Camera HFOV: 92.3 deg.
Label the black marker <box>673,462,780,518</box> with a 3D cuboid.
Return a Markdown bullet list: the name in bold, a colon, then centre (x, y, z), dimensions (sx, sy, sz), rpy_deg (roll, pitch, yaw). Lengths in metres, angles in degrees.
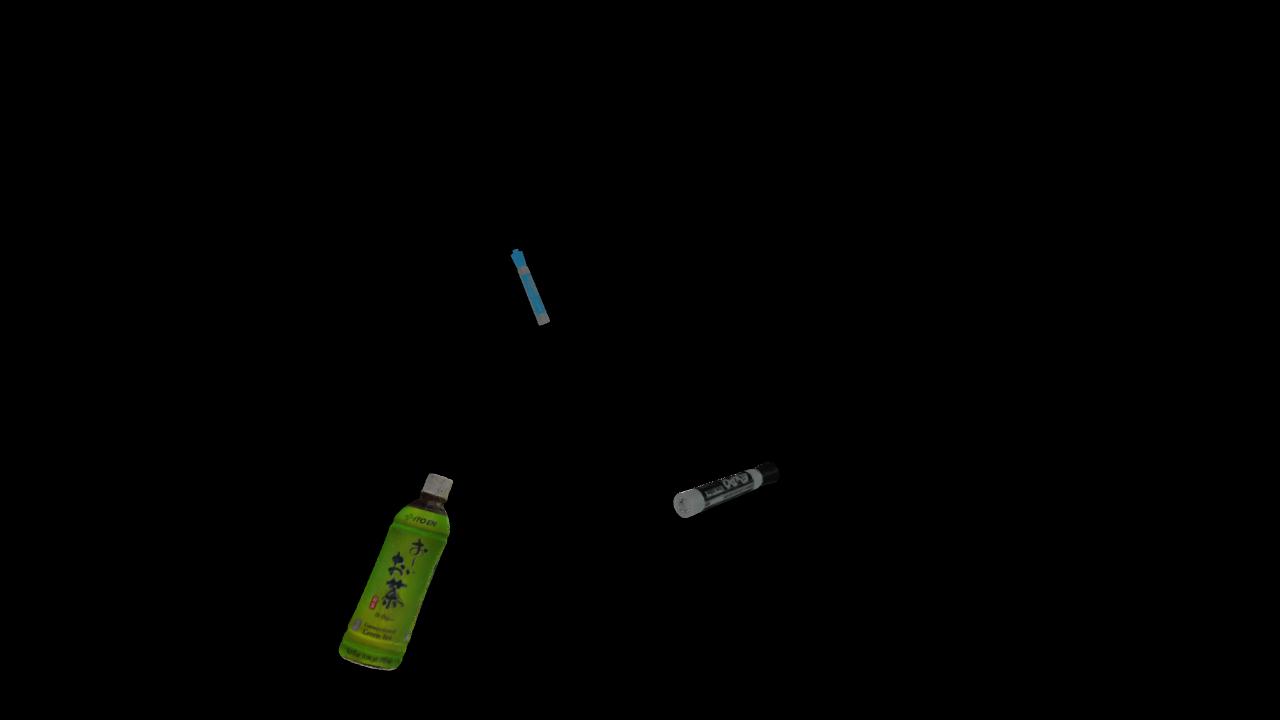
- **black marker**: centre (0.074, 0.102, 0.493), dimensions (0.121, 0.020, 0.020), rpy_deg (-7, 5, -44)

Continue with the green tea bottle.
- **green tea bottle**: centre (-0.270, 0.236, 0.709), dimensions (0.073, 0.212, 0.073), rpy_deg (13, -20, 5)

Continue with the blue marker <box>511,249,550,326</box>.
- **blue marker**: centre (-0.168, -0.112, 0.936), dimensions (0.020, 0.121, 0.020), rpy_deg (-22, 1, 0)
